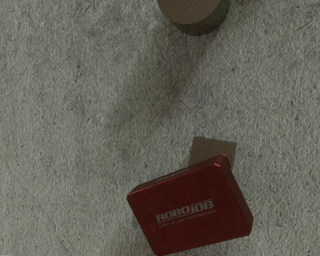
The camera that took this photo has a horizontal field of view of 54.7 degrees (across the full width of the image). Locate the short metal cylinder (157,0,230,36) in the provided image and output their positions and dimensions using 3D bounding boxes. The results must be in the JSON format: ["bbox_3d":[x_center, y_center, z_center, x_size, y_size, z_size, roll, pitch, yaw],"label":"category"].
[{"bbox_3d":[0.042,-0.160,0.381,0.080,0.050,0.080,0,90,20],"label":"short metal cylinder"}]

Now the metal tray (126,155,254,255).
[{"bbox_3d":[0.034,0.097,0.377,0.130,0.030,0.090,-24,94,25],"label":"metal tray"}]

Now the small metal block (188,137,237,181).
[{"bbox_3d":[0.065,0.039,0.386,0.050,0.025,0.050,9,93,19],"label":"small metal block"}]
